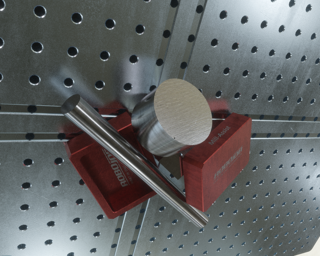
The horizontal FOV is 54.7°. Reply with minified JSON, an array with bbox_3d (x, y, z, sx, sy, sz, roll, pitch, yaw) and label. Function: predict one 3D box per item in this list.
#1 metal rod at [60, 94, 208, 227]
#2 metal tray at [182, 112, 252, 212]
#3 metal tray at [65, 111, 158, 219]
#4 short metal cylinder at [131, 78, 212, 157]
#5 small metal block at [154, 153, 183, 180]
[{"bbox_3d":[-0.011,0.062,0.400,0.025,0.025,0.300,-42,130,0],"label":"metal rod"},{"bbox_3d":[0.086,0.046,0.446,0.131,0.030,0.089,-37,134,-36],"label":"metal tray"},{"bbox_3d":[-0.053,0.053,0.406,0.090,0.030,0.129,-28,128,-11],"label":"metal tray"},{"bbox_3d":[0.014,-0.011,0.364,0.081,0.080,0.050,8,156,-32],"label":"short metal cylinder"},{"bbox_3d":[0.010,0.035,0.417,0.025,0.050,0.050,-42,130,0],"label":"small metal block"}]
